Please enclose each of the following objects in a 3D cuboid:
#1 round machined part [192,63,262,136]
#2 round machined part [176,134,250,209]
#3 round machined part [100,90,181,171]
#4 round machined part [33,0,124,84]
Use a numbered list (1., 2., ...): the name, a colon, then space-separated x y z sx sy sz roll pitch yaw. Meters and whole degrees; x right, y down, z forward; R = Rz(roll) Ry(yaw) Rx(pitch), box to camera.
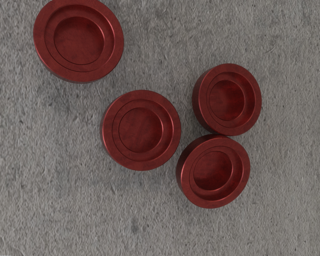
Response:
1. round machined part: 0.088 -0.038 0.431 0.099 0.042 0.097 0 89 -21
2. round machined part: 0.067 0.054 0.417 0.099 0.042 0.097 -4 105 -16
3. round machined part: -0.026 0.003 0.390 0.099 0.042 0.097 0 90 -20
4. round machined part: -0.095 -0.101 0.365 0.099 0.042 0.097 0 90 -20
